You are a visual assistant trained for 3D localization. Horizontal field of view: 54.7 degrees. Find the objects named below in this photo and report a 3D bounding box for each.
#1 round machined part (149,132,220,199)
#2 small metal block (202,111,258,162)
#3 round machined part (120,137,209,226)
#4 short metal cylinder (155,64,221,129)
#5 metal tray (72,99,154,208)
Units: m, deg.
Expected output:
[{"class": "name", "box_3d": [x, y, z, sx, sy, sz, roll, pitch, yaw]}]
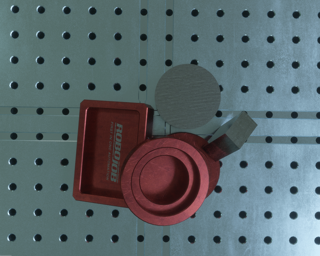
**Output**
[{"class": "round machined part", "box_3d": [0.030, 0.054, 0.404, 0.099, 0.042, 0.097, 0, 90, -1]}, {"class": "small metal block", "box_3d": [0.088, 0.011, 0.392, 0.025, 0.050, 0.050, 47, 55, 0]}, {"class": "round machined part", "box_3d": [0.003, 0.058, 0.357, 0.099, 0.042, 0.097, 0, 92, -11]}, {"class": "short metal cylinder", "box_3d": [0.034, -0.038, 0.401, 0.081, 0.050, 0.079, 0, 90, -1]}, {"class": "metal tray", "box_3d": [-0.060, 0.031, 0.399, 0.090, 0.030, 0.129, 5, 90, 14]}]
